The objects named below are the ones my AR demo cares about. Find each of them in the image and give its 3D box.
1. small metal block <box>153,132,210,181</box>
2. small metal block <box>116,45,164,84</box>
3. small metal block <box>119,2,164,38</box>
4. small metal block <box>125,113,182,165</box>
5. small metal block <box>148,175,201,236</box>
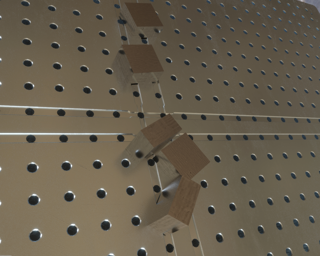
[{"bbox_3d":[0.028,0.041,0.400,0.050,0.025,0.050,-34,81,-38],"label":"small metal block"},{"bbox_3d":[-0.029,-0.094,0.451,0.050,0.025,0.050,-10,67,-33],"label":"small metal block"},{"bbox_3d":[-0.030,-0.174,0.500,0.050,0.025,0.050,-14,69,-34],"label":"small metal block"},{"bbox_3d":[-0.008,0.014,0.381,0.050,0.050,0.025,-31,80,-38],"label":"small metal block"},{"bbox_3d":[0.017,0.088,0.349,0.025,0.050,0.050,32,51,-8],"label":"small metal block"}]
